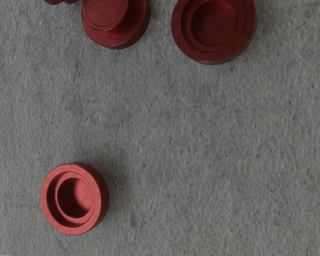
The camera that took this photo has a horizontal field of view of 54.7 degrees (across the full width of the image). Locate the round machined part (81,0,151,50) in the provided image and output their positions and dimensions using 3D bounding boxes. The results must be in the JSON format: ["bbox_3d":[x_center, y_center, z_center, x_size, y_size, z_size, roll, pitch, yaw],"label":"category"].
[{"bbox_3d":[-0.066,-0.160,0.422,0.098,0.042,0.097,0,90,19],"label":"round machined part"}]

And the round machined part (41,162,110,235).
[{"bbox_3d":[-0.115,0.097,0.439,0.098,0.042,0.097,0,90,19],"label":"round machined part"}]

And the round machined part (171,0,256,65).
[{"bbox_3d":[0.066,-0.125,0.376,0.098,0.042,0.097,0,90,19],"label":"round machined part"}]

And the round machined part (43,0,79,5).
[{"bbox_3d":[-0.129,-0.214,0.432,0.098,0.042,0.098,-13,66,32],"label":"round machined part"}]
